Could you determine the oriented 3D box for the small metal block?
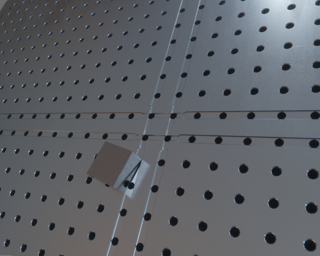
[{"bbox_3d":[-0.061,0.051,0.410,0.050,0.025,0.050,17,70,34],"label":"small metal block"}]
